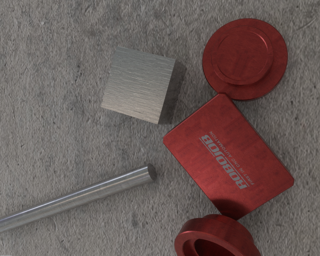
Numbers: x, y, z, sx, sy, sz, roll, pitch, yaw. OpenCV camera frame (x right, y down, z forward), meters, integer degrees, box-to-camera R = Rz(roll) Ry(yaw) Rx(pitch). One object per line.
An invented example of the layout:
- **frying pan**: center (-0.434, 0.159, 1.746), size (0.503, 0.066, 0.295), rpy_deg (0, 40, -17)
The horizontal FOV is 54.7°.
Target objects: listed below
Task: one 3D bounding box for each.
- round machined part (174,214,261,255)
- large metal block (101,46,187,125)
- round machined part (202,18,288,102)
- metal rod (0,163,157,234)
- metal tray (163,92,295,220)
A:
- **round machined part**: center (0.070, 0.139, 0.359), size (0.098, 0.042, 0.097), rpy_deg (18, 131, 23)
- **large metal block**: center (-0.020, -0.054, 0.403), size (0.080, 0.050, 0.080), rpy_deg (17, 96, 19)
- **round machined part**: center (0.098, -0.081, 0.365), size (0.098, 0.042, 0.097), rpy_deg (0, 90, 20)
- **metal rod**: center (-0.143, 0.112, 0.459), size (0.300, 0.025, 0.025), rpy_deg (-22, 83, 18)
- **metal tray**: center (0.078, 0.034, 0.363), size (0.090, 0.030, 0.130), rpy_deg (-39, 91, 16)
